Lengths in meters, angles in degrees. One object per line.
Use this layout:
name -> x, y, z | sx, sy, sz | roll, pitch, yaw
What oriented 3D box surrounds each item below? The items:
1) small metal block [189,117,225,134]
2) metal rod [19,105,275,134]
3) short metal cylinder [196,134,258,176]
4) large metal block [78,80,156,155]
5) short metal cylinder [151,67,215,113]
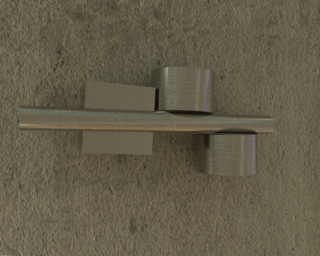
small metal block -> 0.052, -0.005, 0.416 | 0.050, 0.050, 0.025 | 1, 90, -20
metal rod -> 0.004, -0.007, 0.358 | 0.303, 0.025, 0.025 | 1, 90, -22
short metal cylinder -> 0.089, 0.033, 0.415 | 0.081, 0.080, 0.050 | 0, 90, -20
large metal block -> -0.054, -0.010, 0.374 | 0.081, 0.050, 0.079 | 3, 89, -20
short metal cylinder -> 0.028, -0.045, 0.393 | 0.081, 0.080, 0.050 | 2, 90, -20
